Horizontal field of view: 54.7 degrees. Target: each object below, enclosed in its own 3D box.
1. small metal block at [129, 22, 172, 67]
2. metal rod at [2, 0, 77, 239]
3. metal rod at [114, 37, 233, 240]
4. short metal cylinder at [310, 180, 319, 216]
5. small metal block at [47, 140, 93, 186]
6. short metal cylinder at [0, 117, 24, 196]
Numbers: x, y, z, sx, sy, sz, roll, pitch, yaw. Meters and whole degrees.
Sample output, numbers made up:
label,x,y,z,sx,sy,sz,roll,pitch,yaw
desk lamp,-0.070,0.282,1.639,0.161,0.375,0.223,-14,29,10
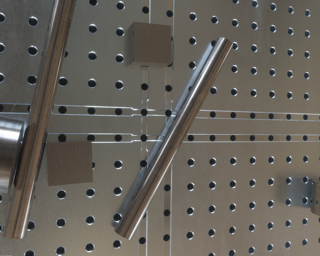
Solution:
label,x,y,z,sx,sy,sz,roll,pitch,yaw
small metal block,-0.013,-0.109,0.408,0.050,0.025,0.050,-1,90,-20
metal rod,-0.138,-0.025,0.361,0.025,0.025,0.298,12,86,-20
metal rod,0.023,0.007,0.421,0.025,0.025,0.299,32,80,-17
short metal cylinder,0.283,0.112,0.488,0.081,0.080,0.050,4,89,-20
small metal block,-0.109,0.041,0.373,0.050,0.025,0.050,-2,91,-20
short metal cylinder,-0.175,0.027,0.319,0.050,0.080,0.080,11,86,-20
